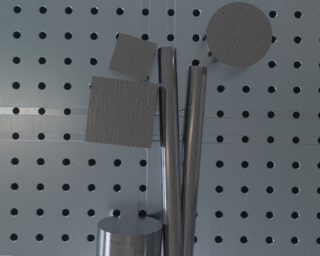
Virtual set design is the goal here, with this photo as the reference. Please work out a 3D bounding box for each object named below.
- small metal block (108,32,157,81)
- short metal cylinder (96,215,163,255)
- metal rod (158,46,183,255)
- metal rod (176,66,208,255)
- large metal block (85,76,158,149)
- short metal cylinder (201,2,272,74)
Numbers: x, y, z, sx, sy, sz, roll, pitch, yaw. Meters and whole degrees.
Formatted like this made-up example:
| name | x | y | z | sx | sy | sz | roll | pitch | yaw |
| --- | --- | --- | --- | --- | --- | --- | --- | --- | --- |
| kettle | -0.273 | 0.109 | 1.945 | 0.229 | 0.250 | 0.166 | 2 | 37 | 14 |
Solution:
| name | x | y | z | sx | sy | sz | roll | pitch | yaw |
| --- | --- | --- | --- | --- | --- | --- | --- | --- | --- |
| small metal block | -0.035 | -0.093 | 0.413 | 0.050 | 0.025 | 0.050 | 17 | 90 | 0 |
| short metal cylinder | -0.038 | 0.144 | 0.386 | 0.081 | 0.080 | 0.050 | 3 | 90 | 0 |
| metal rod | 0.013 | 0.044 | 0.402 | 0.025 | 0.025 | 0.298 | -1 | 86 | 0 |
| metal rod | 0.040 | 0.068 | 0.413 | 0.025 | 0.025 | 0.298 | 4 | 90 | 0 |
| large metal block | -0.047 | -0.019 | 0.401 | 0.081 | 0.050 | 0.080 | 7 | 90 | 0 |
| short metal cylinder | 0.097 | -0.114 | 0.402 | 0.081 | 0.050 | 0.079 | 0 | 90 | 0 |
